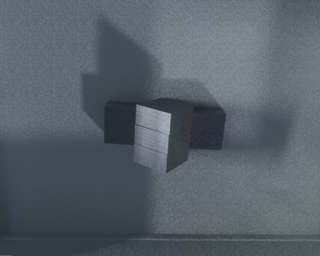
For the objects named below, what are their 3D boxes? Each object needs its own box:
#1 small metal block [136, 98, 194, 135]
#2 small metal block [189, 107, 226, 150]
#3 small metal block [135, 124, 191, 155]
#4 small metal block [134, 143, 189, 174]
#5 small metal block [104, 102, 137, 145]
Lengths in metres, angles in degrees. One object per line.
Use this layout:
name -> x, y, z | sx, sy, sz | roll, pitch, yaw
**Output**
small metal block -> 0.006, -0.016, 0.379 | 0.050, 0.050, 0.025 | 17, 113, 32
small metal block -> 0.057, 0.000, 0.411 | 0.050, 0.025, 0.050 | 3, 110, -2
small metal block -> 0.004, 0.007, 0.388 | 0.050, 0.050, 0.025 | 16, 113, 33
small metal block -> 0.002, 0.031, 0.397 | 0.050, 0.050, 0.025 | 16, 113, 33
small metal block -> -0.046, -0.006, 0.407 | 0.050, 0.025, 0.050 | 4, 110, -2
